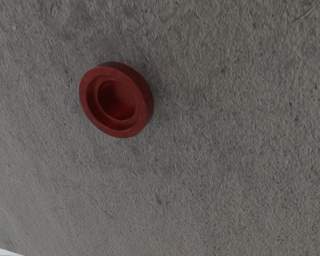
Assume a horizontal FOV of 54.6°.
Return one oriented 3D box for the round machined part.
[{"bbox_3d":[-0.051,-0.039,0.399,0.098,0.042,0.097,13,124,21],"label":"round machined part"}]
